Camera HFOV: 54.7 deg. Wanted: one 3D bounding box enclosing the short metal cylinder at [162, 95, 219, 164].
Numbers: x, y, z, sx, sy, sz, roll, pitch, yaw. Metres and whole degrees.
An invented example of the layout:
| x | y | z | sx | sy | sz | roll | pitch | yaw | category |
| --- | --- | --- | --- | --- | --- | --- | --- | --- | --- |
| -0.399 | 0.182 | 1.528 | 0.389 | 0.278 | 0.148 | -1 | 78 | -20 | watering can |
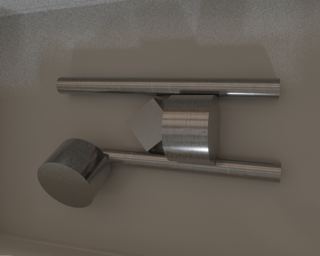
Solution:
| x | y | z | sx | sy | sz | roll | pitch | yaw | category |
| --- | --- | --- | --- | --- | --- | --- | --- | --- | --- |
| 0.039 | 0.001 | 0.365 | 0.050 | 0.080 | 0.079 | 2 | 91 | 20 | short metal cylinder |

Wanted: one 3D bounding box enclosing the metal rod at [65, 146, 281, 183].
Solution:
| x | y | z | sx | sy | sz | roll | pitch | yaw | category |
| --- | --- | --- | --- | --- | --- | --- | --- | --- | --- |
| -0.002 | 0.043 | 0.408 | 0.301 | 0.025 | 0.025 | 3 | 91 | 19 | metal rod |

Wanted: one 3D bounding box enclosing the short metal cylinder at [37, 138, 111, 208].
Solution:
| x | y | z | sx | sy | sz | roll | pitch | yaw | category |
| --- | --- | --- | --- | --- | --- | --- | --- | --- | --- |
| -0.114 | 0.061 | 0.416 | 0.080 | 0.050 | 0.079 | 10 | 127 | 14 | short metal cylinder |

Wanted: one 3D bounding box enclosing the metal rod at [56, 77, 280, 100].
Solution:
| x | y | z | sx | sy | sz | roll | pitch | yaw | category |
| --- | --- | --- | --- | --- | --- | --- | --- | --- | --- |
| -0.003 | -0.054 | 0.409 | 0.301 | 0.025 | 0.025 | 4 | 91 | 19 | metal rod |

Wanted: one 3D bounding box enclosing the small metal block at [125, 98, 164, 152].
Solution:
| x | y | z | sx | sy | sz | roll | pitch | yaw | category |
| --- | --- | --- | --- | --- | --- | --- | --- | --- | --- |
| -0.009 | -0.004 | 0.411 | 0.050 | 0.025 | 0.050 | -39 | 78 | 15 | small metal block |
